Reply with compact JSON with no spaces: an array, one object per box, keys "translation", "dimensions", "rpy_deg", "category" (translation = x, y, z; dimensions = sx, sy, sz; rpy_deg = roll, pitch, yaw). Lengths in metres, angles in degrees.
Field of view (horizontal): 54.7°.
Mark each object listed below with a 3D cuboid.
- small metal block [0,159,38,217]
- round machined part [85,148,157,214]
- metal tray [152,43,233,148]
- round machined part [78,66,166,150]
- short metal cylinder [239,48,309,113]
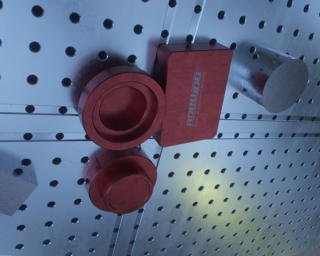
[{"translation":[-0.179,0.068,0.356],"dimensions":[0.050,0.025,0.050],"rpy_deg":[-49,129,6],"category":"small metal block"},{"translation":[-0.048,0.079,0.424],"dimensions":[0.099,0.042,0.097],"rpy_deg":[-14,125,-21],"category":"round machined part"},{"translation":[0.039,-0.042,0.405],"dimensions":[0.091,0.030,0.129],"rpy_deg":[-9,123,-24],"category":"metal tray"},{"translation":[-0.046,-0.026,0.360],"dimensions":[0.099,0.042,0.097],"rpy_deg":[-14,125,-21],"category":"round machined part"},{"translation":[0.162,-0.068,0.444],"dimensions":[0.081,0.050,0.079],"rpy_deg":[-14,125,-21],"category":"short metal cylinder"}]
